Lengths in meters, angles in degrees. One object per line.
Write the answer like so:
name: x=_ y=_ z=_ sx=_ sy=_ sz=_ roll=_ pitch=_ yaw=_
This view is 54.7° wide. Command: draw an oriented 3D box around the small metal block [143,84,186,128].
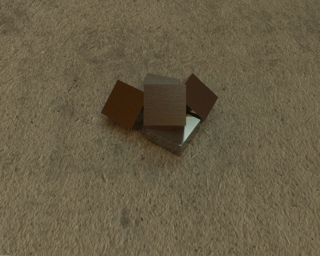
small metal block: x=0.006 y=-0.026 z=0.379 sx=0.050 sy=0.025 sz=0.050 roll=0 pitch=83 yaw=0

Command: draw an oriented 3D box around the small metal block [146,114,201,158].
small metal block: x=0.017 y=0.003 z=0.403 sx=0.050 sy=0.025 sz=0.050 roll=26 pitch=55 yaw=20

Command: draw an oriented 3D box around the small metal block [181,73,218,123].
small metal block: x=0.045 y=-0.038 z=0.423 sx=0.050 sy=0.025 sz=0.050 roll=41 pitch=54 yaw=-10

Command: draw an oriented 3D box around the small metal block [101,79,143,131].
small metal block: x=-0.042 y=-0.030 z=0.414 sx=0.050 sy=0.025 sz=0.050 roll=27 pitch=91 yaw=19

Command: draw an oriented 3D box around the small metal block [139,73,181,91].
small metal block: x=-0.002 y=-0.050 z=0.447 sx=0.050 sy=0.025 sz=0.050 roll=14 pitch=51 yaw=11
